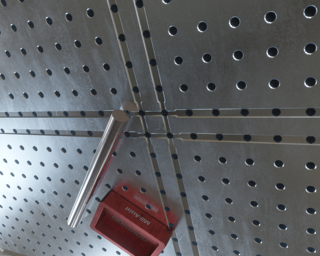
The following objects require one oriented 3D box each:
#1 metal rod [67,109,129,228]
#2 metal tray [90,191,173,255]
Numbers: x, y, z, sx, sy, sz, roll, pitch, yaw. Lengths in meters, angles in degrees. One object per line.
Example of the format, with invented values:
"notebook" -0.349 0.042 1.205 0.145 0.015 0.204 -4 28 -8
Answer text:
"metal rod" -0.112 0.084 0.520 0.025 0.025 0.298 34 129 5
"metal tray" -0.053 0.178 0.544 0.130 0.030 0.089 32 128 6
